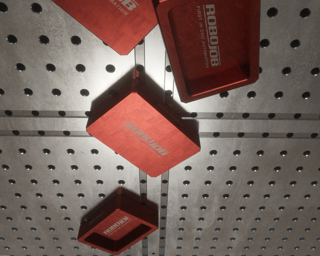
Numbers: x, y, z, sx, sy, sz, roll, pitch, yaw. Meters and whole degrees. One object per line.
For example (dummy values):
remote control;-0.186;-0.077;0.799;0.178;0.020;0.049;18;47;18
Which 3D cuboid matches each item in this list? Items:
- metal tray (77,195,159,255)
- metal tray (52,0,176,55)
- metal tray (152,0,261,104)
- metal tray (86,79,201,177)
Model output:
metal tray;-0.076;0.179;0.559;0.090;0.030;0.129;33;123;-25
metal tray;-0.054;-0.141;0.287;0.130;0.030;0.090;36;121;-27
metal tray;0.050;-0.088;0.309;0.090;0.030;0.130;-17;141;4
metal tray;-0.019;0.006;0.414;0.090;0.030;0.130;-35;123;25
